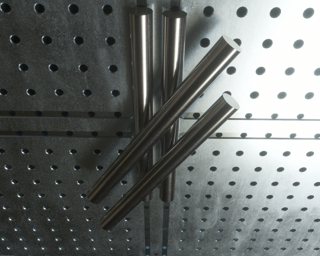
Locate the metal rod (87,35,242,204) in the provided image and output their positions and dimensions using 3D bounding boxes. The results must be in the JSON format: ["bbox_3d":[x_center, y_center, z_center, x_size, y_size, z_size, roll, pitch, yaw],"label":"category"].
[{"bbox_3d":[-0.013,0.009,0.387,0.025,0.025,0.299,28,125,-22],"label":"metal rod"}]

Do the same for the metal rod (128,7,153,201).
[{"bbox_3d":[-0.022,-0.004,0.408,0.025,0.025,0.298,0,130,-1],"label":"metal rod"}]

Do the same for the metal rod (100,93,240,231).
[{"bbox_3d":[-0.003,0.064,0.432,0.025,0.025,0.299,28,125,-22],"label":"metal rod"}]

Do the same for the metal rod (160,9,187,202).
[{"bbox_3d":[0.013,-0.002,0.410,0.025,0.025,0.298,0,130,-1],"label":"metal rod"}]
